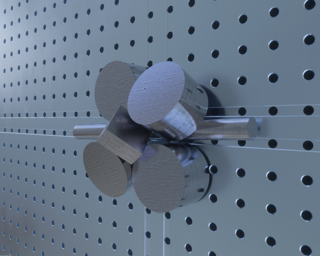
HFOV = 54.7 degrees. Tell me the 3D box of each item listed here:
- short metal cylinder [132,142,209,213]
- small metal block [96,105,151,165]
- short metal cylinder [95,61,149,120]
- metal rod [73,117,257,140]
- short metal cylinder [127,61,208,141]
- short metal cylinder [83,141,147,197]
[{"bbox_3d":[0.012,0.058,0.378,0.080,0.050,0.079,0,90,40],"label":"short metal cylinder"},{"bbox_3d":[-0.041,0.008,0.376,0.050,0.050,0.025,36,128,-12],"label":"small metal block"},{"bbox_3d":[-0.044,-0.048,0.424,0.080,0.050,0.079,0,90,40],"label":"short metal cylinder"},{"bbox_3d":[-0.019,0.004,0.419,0.300,0.025,0.025,-1,89,40],"label":"metal rod"},{"bbox_3d":[0.009,-0.031,0.364,0.080,0.050,0.080,-20,55,31],"label":"short metal cylinder"},{"bbox_3d":[-0.058,0.046,0.420,0.080,0.050,0.079,17,120,32],"label":"short metal cylinder"}]
